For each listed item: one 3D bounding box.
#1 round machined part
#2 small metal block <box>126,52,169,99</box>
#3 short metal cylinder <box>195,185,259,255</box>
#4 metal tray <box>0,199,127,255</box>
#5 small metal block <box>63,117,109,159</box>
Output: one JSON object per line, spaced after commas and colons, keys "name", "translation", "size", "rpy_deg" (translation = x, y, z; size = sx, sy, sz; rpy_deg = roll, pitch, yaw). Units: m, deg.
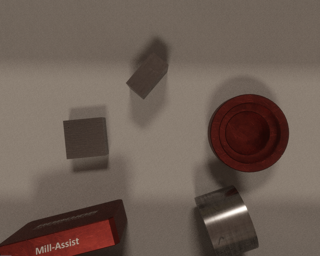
{"name": "round machined part", "translation": [0.111, 0.006, 0.404], "size": [0.099, 0.042, 0.097], "rpy_deg": [0, 90, -1]}
{"name": "small metal block", "translation": [-0.016, -0.066, 0.399], "size": [0.025, 0.050, 0.050], "rpy_deg": [40, 90, -1]}
{"name": "short metal cylinder", "translation": [0.081, 0.117, 0.385], "size": [0.050, 0.080, 0.080], "rpy_deg": [-19, 90, 0]}
{"name": "metal tray", "translation": [-0.111, 0.127, 0.377], "size": [0.131, 0.090, 0.030], "rpy_deg": [-14, 90, -1]}
{"name": "small metal block", "translation": [-0.097, 0.013, 0.410], "size": [0.050, 0.025, 0.050], "rpy_deg": [-6, 90, -1]}
